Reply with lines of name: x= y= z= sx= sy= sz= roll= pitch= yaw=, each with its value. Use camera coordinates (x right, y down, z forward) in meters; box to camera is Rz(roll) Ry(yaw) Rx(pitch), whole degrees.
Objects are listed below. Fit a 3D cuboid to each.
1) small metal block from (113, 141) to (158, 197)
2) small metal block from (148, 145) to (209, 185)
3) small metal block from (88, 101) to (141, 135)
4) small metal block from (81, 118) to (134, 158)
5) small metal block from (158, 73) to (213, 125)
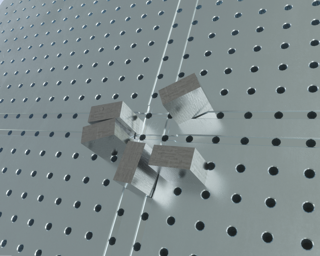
small metal block: x=-0.025 y=0.050 z=0.373 sx=0.025 sy=0.050 sz=0.050 roll=6 pitch=65 yaw=30
small metal block: x=0.022 y=0.042 z=0.354 sx=0.050 sy=0.050 sz=0.025 roll=2 pitch=63 yaw=29
small metal block: x=-0.062 y=-0.010 z=0.429 sx=0.050 sy=0.050 sz=0.025 roll=-8 pitch=59 yaw=24
small metal block: x=-0.069 y=0.015 z=0.418 sx=0.050 sy=0.050 sz=0.025 roll=-14 pitch=56 yaw=20
small metal block: x=0.033 y=-0.036 z=0.396 sx=0.050 sy=0.050 sz=0.025 roll=-25 pitch=53 yaw=12
